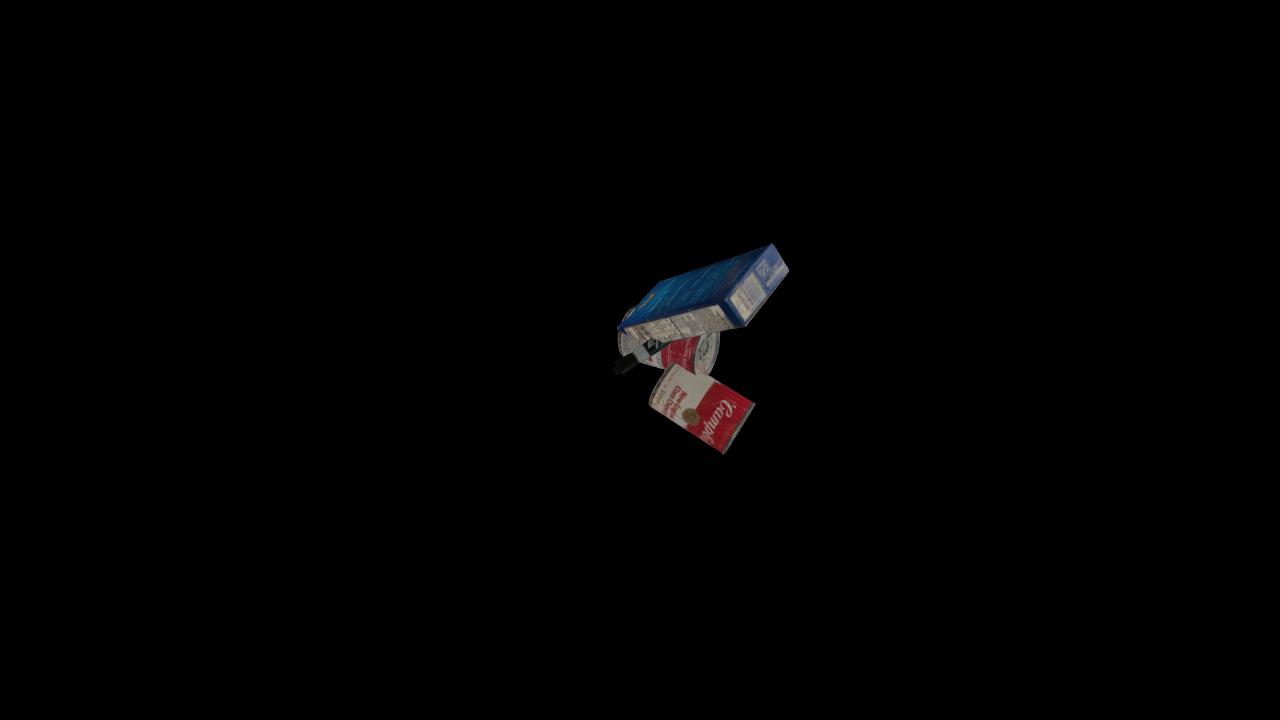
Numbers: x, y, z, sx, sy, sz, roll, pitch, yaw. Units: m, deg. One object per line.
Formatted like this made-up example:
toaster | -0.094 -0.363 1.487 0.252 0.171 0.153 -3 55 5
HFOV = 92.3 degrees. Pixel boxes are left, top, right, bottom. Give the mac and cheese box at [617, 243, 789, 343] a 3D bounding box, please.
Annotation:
mac and cheese box | 0.061 -0.063 0.659 0.184 0.041 0.093 -10 35 55

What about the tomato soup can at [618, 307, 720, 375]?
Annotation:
tomato soup can | 0.033 -0.021 0.713 0.101 0.068 0.068 15 7 27

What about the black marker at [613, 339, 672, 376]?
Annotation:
black marker | 0.022 -0.020 0.680 0.121 0.020 0.020 -34 2 -3

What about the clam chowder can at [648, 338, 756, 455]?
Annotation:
clam chowder can | 0.069 0.050 0.692 0.102 0.068 0.068 32 8 13
